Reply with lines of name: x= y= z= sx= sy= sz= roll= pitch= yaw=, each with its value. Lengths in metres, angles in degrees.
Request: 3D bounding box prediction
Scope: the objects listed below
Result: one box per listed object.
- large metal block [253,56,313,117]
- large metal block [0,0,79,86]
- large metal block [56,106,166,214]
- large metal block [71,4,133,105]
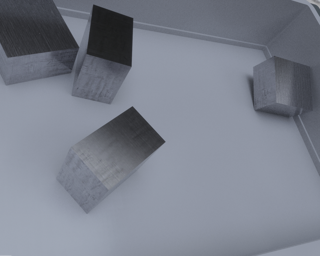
large metal block: x=0.209 y=-0.068 z=0.530 sx=0.081 sy=0.050 sz=0.080 roll=9 pitch=75 yaw=-24
large metal block: x=-0.156 y=-0.105 z=0.370 sx=0.081 sy=0.050 sz=0.080 roll=-20 pitch=73 yaw=-36
large metal block: x=-0.052 y=0.034 z=0.321 sx=0.050 sy=0.080 sz=0.080 roll=48 pitch=51 yaw=5
large metal block: x=-0.072 y=-0.088 z=0.385 sx=0.050 sy=0.080 sz=0.080 roll=12 pitch=57 yaw=-22
